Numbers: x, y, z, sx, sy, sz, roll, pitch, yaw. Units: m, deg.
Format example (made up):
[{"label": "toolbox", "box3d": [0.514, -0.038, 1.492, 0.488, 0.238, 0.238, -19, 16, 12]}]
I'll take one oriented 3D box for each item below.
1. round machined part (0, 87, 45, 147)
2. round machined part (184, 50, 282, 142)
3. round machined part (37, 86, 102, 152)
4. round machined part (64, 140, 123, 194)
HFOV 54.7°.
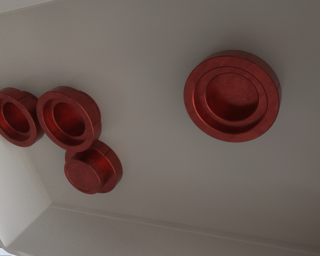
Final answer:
[{"label": "round machined part", "box3d": [-0.224, -0.021, 0.500, 0.098, 0.042, 0.097, 13, 124, 20]}, {"label": "round machined part", "box3d": [0.079, -0.036, 0.333, 0.098, 0.042, 0.097, 13, 124, 20]}, {"label": "round machined part", "box3d": [-0.126, -0.016, 0.452, 0.098, 0.042, 0.097, 13, 124, 20]}, {"label": "round machined part", "box3d": [-0.113, 0.067, 0.497, 0.098, 0.042, 0.097, 13, 124, 20]}]
